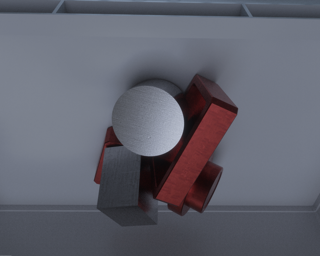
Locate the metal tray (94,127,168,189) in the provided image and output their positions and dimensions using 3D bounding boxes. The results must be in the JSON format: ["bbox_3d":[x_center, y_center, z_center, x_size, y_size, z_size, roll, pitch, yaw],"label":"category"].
[{"bbox_3d":[-0.022,0.054,0.448,0.131,0.030,0.089,13,129,-12],"label":"metal tray"}]

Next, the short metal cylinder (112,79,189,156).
[{"bbox_3d":[-0.009,-0.014,0.359,0.080,0.050,0.079,3,107,10],"label":"short metal cylinder"}]

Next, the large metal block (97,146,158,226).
[{"bbox_3d":[-0.037,0.077,0.406,0.050,0.080,0.080,-7,146,14],"label":"large metal block"}]

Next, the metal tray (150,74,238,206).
[{"bbox_3d":[0.031,0.012,0.355,0.030,0.090,0.129,23,111,-15],"label":"metal tray"}]

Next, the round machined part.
[{"bbox_3d":[0.053,0.076,0.420,0.042,0.098,0.097,25,133,19],"label":"round machined part"}]
